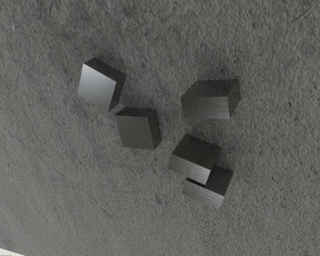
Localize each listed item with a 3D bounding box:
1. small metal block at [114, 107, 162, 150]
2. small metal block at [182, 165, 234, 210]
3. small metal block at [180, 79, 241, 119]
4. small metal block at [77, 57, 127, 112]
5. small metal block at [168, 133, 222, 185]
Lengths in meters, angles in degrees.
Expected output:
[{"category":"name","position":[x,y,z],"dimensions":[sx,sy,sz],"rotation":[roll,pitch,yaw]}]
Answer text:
[{"category":"small metal block","position":[-0.029,0.001,0.422],"dimensions":[0.050,0.025,0.050],"rotation":[4,120,26]},{"category":"small metal block","position":[0.063,0.071,0.402],"dimensions":[0.050,0.050,0.025],"rotation":[22,127,15]},{"category":"small metal block","position":[0.057,-0.032,0.341],"dimensions":[0.050,0.050,0.025],"rotation":[1,119,27]},{"category":"small metal block","position":[-0.078,-0.057,0.413],"dimensions":[0.050,0.025,0.050],"rotation":[30,128,9]},{"category":"small metal block","position":[0.045,0.038,0.391],"dimensions":[0.050,0.050,0.025],"rotation":[22,127,15]}]
